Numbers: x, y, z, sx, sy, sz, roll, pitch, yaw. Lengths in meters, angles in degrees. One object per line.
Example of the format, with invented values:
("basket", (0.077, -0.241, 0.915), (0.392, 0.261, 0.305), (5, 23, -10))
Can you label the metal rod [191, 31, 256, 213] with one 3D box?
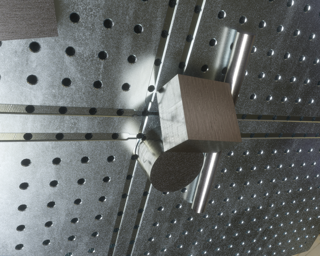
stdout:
("metal rod", (0.089, 0.008, 0.466), (0.025, 0.025, 0.298), (-5, 121, -26))

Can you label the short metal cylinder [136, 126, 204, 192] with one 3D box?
("short metal cylinder", (0.013, 0.042, 0.430), (0.081, 0.050, 0.079), (-14, 124, -21))

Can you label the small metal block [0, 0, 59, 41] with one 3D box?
("small metal block", (-0.123, -0.108, 0.278), (0.050, 0.025, 0.050), (-12, 124, -22))

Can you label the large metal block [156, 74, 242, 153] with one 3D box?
("large metal block", (0.047, -0.015, 0.386), (0.081, 0.080, 0.050), (4, 158, -31))
